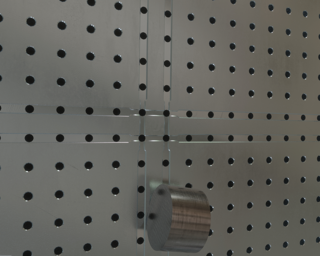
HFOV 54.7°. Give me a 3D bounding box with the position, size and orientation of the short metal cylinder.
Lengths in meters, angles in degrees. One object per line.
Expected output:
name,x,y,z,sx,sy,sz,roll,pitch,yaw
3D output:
short metal cylinder,0.022,0.115,0.393,0.050,0.080,0.080,12,86,-20
